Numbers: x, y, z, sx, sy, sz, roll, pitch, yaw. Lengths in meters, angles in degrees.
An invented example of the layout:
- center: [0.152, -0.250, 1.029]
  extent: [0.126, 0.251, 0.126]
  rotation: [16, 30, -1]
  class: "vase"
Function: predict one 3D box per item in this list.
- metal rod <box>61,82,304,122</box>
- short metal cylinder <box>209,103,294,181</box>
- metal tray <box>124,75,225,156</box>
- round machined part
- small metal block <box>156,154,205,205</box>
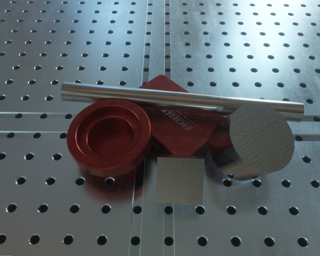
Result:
- center: [0.025, -0.034, 0.395]
  extent: [0.302, 0.025, 0.025]
  rotation: [5, 50, 4]
  class: "metal rod"
- center: [0.105, 0.017, 0.358]
  extent: [0.081, 0.050, 0.080]
  rotation: [6, 68, -16]
  class: "short metal cylinder"
- center: [0.015, -0.012, 0.416]
  extent: [0.091, 0.030, 0.130]
  rotation: [-36, 59, -27]
  class: "metal tray"
- center: [-0.058, 0.015, 0.377]
  extent: [0.099, 0.042, 0.098]
  rotation: [-2, 56, 4]
  class: "round machined part"
- center: [0.022, 0.056, 0.343]
  extent: [0.050, 0.025, 0.050]
  rotation: [2, 93, 1]
  class: "small metal block"
